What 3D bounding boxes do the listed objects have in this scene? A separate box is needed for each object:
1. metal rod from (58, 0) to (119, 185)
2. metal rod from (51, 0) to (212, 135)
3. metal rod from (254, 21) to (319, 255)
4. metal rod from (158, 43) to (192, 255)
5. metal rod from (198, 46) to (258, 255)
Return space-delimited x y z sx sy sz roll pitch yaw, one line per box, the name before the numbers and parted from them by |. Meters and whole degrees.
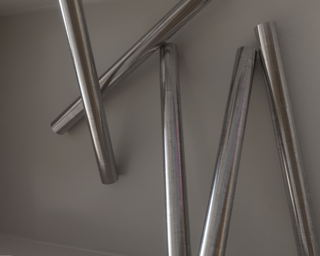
metal rod | -0.088 -0.062 0.374 0.025 0.025 0.298 2 116 19
metal rod | -0.042 -0.086 0.409 0.299 0.025 0.025 -38 78 21
metal rod | 0.149 0.026 0.357 0.025 0.025 0.298 -11 86 19
metal rod | 0.016 0.034 0.352 0.025 0.025 0.299 -10 67 19
metal rod | 0.069 0.044 0.323 0.025 0.025 0.299 7 68 19
